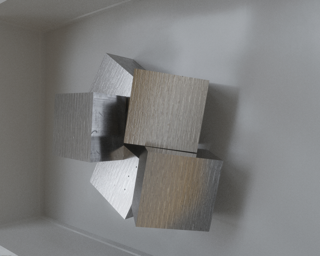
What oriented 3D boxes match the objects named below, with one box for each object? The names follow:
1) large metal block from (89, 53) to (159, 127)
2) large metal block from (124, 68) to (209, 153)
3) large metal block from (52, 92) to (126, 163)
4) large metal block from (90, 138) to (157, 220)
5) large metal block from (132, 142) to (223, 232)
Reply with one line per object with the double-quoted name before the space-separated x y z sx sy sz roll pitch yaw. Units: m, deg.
"large metal block" -0.050 -0.045 0.428 0.080 0.050 0.080 43 116 31
"large metal block" 0.005 -0.021 0.355 0.081 0.050 0.079 8 97 -6
"large metal block" -0.091 -0.002 0.394 0.080 0.050 0.079 4 91 40
"large metal block" -0.039 0.060 0.415 0.080 0.050 0.079 37 112 33
"large metal block" 0.016 0.064 0.345 0.050 0.081 0.079 -138 57 -76
